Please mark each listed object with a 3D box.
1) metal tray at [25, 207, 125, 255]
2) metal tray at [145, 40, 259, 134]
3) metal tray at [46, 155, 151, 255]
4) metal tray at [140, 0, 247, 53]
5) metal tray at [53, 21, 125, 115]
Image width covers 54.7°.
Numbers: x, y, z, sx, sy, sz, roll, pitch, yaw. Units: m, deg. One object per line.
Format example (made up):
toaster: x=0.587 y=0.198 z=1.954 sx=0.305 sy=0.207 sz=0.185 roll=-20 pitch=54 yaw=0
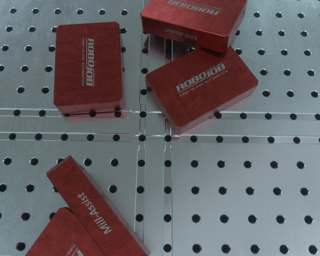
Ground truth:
metal tray: x=-0.108 y=0.166 z=0.341 sx=0.090 sy=0.030 sz=0.130 roll=32 pitch=77 yaw=11
metal tray: x=0.057 y=-0.061 z=0.432 sx=0.131 sy=0.030 sz=0.090 roll=-29 pitch=73 yaw=-11
metal tray: x=-0.064 y=0.097 z=0.340 sx=0.030 sy=0.090 sz=0.130 roll=-39 pitch=75 yaw=-13
metal tray: x=0.049 y=-0.164 z=0.450 sx=0.130 sy=0.030 sz=0.090 roll=20 pitch=60 yaw=17
metal tray: x=-0.099 y=-0.087 z=0.440 sx=0.091 sy=0.030 sz=0.129 roll=-4 pitch=70 yaw=-2
